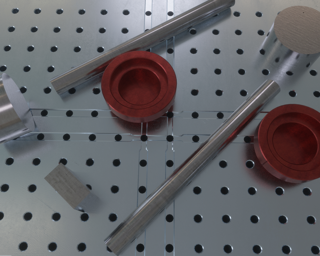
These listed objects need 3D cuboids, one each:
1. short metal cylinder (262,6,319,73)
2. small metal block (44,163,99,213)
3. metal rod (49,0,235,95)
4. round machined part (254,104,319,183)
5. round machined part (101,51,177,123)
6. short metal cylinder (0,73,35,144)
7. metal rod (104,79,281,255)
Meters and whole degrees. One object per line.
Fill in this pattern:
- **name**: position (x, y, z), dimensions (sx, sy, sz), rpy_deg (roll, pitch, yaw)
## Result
- **short metal cylinder**: position (0.196, -0.126, 0.446), dimensions (0.081, 0.050, 0.080), rpy_deg (0, 70, 0)
- **small metal block**: position (-0.104, 0.073, 0.371), dimensions (0.050, 0.050, 0.025), rpy_deg (41, 75, 13)
- **metal rod**: position (-0.019, -0.130, 0.458), dimensions (0.301, 0.025, 0.025), rpy_deg (-30, 73, -11)
- **round machined part**: position (0.169, 0.022, 0.396), dimensions (0.099, 0.042, 0.098), rpy_deg (0, 70, 0)
- **round machined part**: position (-0.027, -0.052, 0.421), dimensions (0.099, 0.042, 0.098), rpy_deg (0, 70, 0)
- **short metal cylinder**: position (-0.201, -0.022, 0.389), dimensions (0.050, 0.080, 0.080), rpy_deg (-24, 72, -8)
- **metal rod**: position (0.051, 0.041, 0.396), dimensions (0.301, 0.025, 0.025), rpy_deg (-43, 76, -14)
